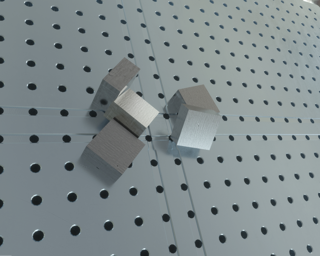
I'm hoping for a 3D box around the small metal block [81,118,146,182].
[{"bbox_3d":[-0.054,0.025,0.363,0.050,0.025,0.050,39,51,-2],"label":"small metal block"}]

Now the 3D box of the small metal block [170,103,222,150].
[{"bbox_3d":[0.048,-0.001,0.415,0.050,0.050,0.025,10,19,-23],"label":"small metal block"}]

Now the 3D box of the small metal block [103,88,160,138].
[{"bbox_3d":[-0.035,-0.018,0.390,0.050,0.025,0.050,39,31,-2],"label":"small metal block"}]

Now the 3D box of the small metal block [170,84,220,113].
[{"bbox_3d":[0.052,-0.033,0.456,0.050,0.025,0.050,-16,70,-34],"label":"small metal block"}]

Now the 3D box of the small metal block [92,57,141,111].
[{"bbox_3d":[-0.056,-0.054,0.395,0.025,0.050,0.050,37,51,-4],"label":"small metal block"}]
